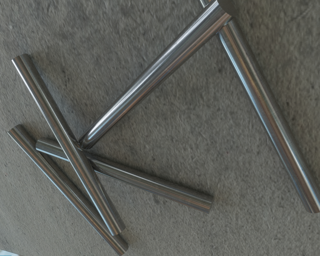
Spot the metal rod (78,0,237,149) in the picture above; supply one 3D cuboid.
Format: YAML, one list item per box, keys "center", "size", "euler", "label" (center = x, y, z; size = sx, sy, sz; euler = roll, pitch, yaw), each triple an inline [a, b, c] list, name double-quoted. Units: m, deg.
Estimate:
- center: [-0.028, -0.043, 0.375]
  size: [0.025, 0.025, 0.299]
  euler: [48, 134, -6]
  label: "metal rod"

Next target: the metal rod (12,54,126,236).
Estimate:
- center: [-0.134, 0.029, 0.467]
  size: [0.025, 0.025, 0.299]
  euler: [-23, 99, 36]
  label: "metal rod"

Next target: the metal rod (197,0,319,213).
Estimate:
- center: [0.108, -0.031, 0.329]
  size: [0.025, 0.025, 0.299]
  euler: [-21, 108, 35]
  label: "metal rod"

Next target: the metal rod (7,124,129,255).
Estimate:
- center: [-0.161, 0.116, 0.560]
  size: [0.025, 0.025, 0.300]
  euler: [-32, 101, 38]
  label: "metal rod"

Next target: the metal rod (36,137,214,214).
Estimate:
- center: [-0.065, 0.068, 0.481]
  size: [0.301, 0.025, 0.025]
  euler: [17, 125, 18]
  label: "metal rod"
